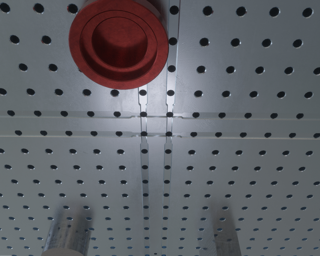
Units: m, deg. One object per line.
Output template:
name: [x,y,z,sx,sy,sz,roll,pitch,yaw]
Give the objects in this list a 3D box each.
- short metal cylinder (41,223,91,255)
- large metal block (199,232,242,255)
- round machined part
short metal cylinder: [-0.175,0.223,0.583,0.081,0.050,0.079,0,130,0]
large metal block: [0.118,0.263,0.600,0.050,0.080,0.079,12,129,-10]
round machined part: [-0.040,-0.092,0.322,0.099,0.042,0.097,0,130,0]
